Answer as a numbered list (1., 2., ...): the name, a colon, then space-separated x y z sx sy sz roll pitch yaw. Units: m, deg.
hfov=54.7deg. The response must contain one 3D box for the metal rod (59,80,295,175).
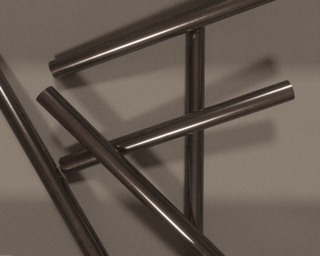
1. metal rod: 0.014 0.002 0.390 0.301 0.025 0.025 -19 90 8

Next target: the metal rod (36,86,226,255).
1. metal rod: -0.032 0.065 0.378 0.025 0.025 0.300 -45 94 0

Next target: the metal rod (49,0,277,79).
1. metal rod: 0.002 -0.123 0.391 0.301 0.025 0.025 -18 90 7

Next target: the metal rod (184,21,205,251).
1. metal rod: 0.046 0.010 0.412 0.025 0.025 0.298 1 90 -1

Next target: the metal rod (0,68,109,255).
1. metal rod: -0.151 0.042 0.396 0.025 0.025 0.299 -32 85 0
